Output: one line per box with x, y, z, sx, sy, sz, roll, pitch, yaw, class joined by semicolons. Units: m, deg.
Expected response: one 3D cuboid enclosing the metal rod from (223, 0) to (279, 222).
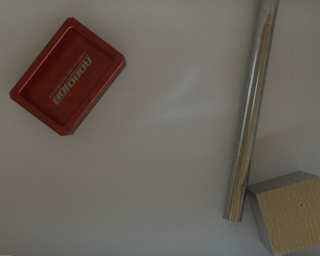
0.121;-0.026;0.413;0.025;0.025;0.298;10;90;-1;metal rod

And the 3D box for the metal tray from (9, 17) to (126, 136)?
-0.118;-0.065;0.407;0.090;0.030;0.130;37;90;-1;metal tray

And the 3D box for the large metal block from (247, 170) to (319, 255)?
0.166;0.108;0.401;0.080;0.050;0.080;-16;90;-1;large metal block
